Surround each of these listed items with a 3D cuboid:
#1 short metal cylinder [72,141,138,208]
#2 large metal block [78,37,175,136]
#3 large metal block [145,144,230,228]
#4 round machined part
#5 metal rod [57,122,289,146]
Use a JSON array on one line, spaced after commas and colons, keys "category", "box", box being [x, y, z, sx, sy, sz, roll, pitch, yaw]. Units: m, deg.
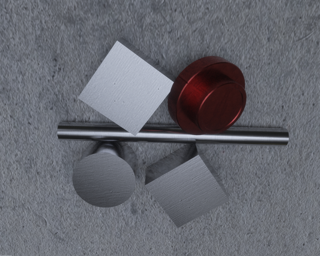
[{"category": "short metal cylinder", "box": [-0.071, 0.059, 0.418, 0.081, 0.050, 0.079, 0, 110, -1]}, {"category": "large metal block", "box": [-0.038, -0.051, 0.376, 0.080, 0.050, 0.080, 35, 106, -12]}, {"category": "large metal block", "box": [0.036, 0.076, 0.426, 0.080, 0.050, 0.080, -31, 108, 10]}, {"category": "round machined part", "box": [0.062, -0.031, 0.366, 0.099, 0.042, 0.097, -17, 130, -22]}, {"category": "metal rod", "box": [0.018, 0.008, 0.415, 0.302, 0.025, 0.025, 2, 110, -1]}]
